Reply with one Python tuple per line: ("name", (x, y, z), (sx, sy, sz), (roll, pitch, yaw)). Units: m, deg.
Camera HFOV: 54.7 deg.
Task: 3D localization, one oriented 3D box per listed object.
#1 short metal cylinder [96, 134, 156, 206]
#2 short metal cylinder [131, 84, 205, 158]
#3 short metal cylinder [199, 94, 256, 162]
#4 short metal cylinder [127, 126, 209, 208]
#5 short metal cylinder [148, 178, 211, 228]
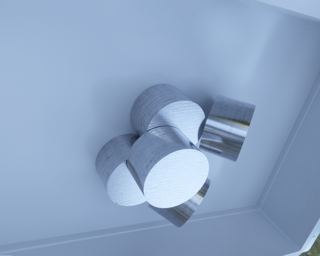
("short metal cylinder", (-0.038, 0.055, 0.406), (0.081, 0.050, 0.079), (-14, 125, -21))
("short metal cylinder", (0.010, -0.009, 0.391), (0.081, 0.050, 0.079), (-14, 125, -21))
("short metal cylinder", (0.090, 0.000, 0.415), (0.080, 0.050, 0.080), (18, 91, -77))
("short metal cylinder", (0.009, 0.045, 0.358), (0.081, 0.050, 0.079), (-14, 125, -21))
("short metal cylinder", (0.027, 0.091, 0.435), (0.050, 0.080, 0.080), (35, 101, 2))
